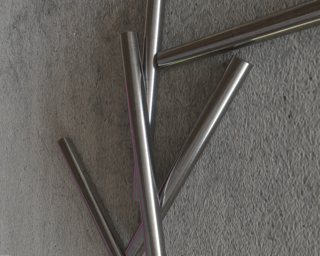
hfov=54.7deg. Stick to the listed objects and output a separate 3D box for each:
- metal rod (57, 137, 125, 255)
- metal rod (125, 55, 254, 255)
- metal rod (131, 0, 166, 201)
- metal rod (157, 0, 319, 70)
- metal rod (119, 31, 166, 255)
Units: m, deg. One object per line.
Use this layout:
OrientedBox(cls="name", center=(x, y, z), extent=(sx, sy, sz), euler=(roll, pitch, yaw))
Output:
OrientedBox(cls="metal rod", center=(-0.094, 0.137, 0.482), extent=(0.025, 0.025, 0.299), euler=(-48, 62, 29))
OrientedBox(cls="metal rod", center=(0.026, 0.052, 0.383), extent=(0.025, 0.025, 0.298), euler=(41, 114, 32))
OrientedBox(cls="metal rod", center=(-0.015, -0.051, 0.417), extent=(0.025, 0.025, 0.298), euler=(8, 95, 40))
OrientedBox(cls="metal rod", center=(0.119, -0.103, 0.306), extent=(0.300, 0.025, 0.025), euler=(-8, 85, 39))
OrientedBox(cls="metal rod", center=(-0.021, 0.027, 0.388), extent=(0.025, 0.025, 0.298), euler=(-12, 82, 39))
